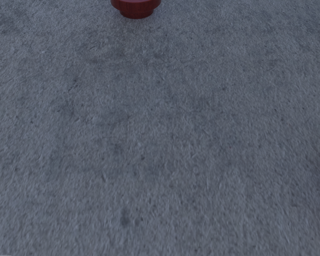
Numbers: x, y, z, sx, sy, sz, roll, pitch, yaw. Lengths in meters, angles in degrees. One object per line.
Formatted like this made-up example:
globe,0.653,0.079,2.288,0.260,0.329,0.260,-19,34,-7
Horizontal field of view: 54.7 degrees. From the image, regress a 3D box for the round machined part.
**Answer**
round machined part,-0.046,-0.247,0.599,0.099,0.042,0.098,0,50,0
